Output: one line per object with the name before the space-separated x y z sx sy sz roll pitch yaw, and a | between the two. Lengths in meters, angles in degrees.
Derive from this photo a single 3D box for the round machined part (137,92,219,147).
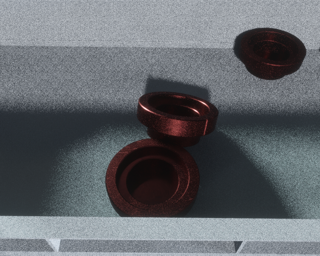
round machined part | 0.020 -0.010 0.386 0.099 0.042 0.098 7 24 -3

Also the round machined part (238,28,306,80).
round machined part | 0.174 -0.114 0.492 0.099 0.042 0.098 0 50 0

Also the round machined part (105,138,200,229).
round machined part | -0.007 0.063 0.340 0.099 0.042 0.098 0 52 0
